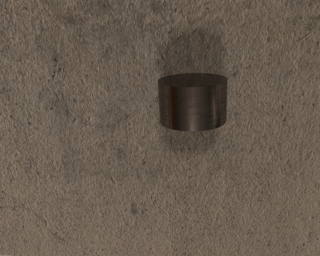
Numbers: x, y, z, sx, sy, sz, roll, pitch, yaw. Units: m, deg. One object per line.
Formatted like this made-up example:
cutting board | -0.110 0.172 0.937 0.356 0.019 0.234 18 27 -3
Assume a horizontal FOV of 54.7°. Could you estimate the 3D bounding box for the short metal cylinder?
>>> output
short metal cylinder | 0.039 -0.033 0.369 0.081 0.080 0.050 -3 110 0
